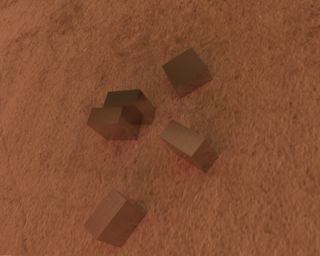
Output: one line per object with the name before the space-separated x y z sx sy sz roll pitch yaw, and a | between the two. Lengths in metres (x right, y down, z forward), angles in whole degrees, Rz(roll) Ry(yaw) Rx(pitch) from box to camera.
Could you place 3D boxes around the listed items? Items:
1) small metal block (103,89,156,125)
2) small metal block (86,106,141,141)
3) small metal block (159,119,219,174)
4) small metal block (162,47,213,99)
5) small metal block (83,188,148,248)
small metal block | -0.041 -0.027 0.424 0.050 0.050 0.025 -1 61 27
small metal block | -0.062 -0.005 0.422 0.050 0.050 0.025 -1 62 27
small metal block | 0.034 0.021 0.356 0.050 0.050 0.025 31 79 37
small metal block | 0.037 -0.077 0.431 0.050 0.025 0.050 -31 52 7
small metal block | -0.049 0.102 0.349 0.025 0.050 0.050 31 79 37
